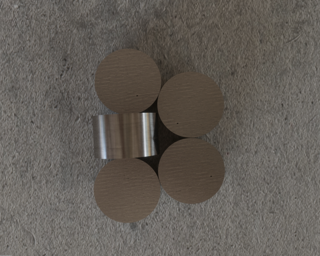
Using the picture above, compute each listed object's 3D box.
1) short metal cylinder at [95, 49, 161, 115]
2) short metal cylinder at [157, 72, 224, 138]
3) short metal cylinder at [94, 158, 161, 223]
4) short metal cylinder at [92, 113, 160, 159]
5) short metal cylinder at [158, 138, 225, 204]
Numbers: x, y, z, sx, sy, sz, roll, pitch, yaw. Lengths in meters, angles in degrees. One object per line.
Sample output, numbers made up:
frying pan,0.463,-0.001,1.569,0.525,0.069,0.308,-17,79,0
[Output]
short metal cylinder,-0.038,-0.056,0.398,0.080,0.050,0.080,0,90,1
short metal cylinder,0.037,-0.029,0.398,0.081,0.050,0.080,0,91,0
short metal cylinder,-0.039,0.074,0.398,0.080,0.050,0.080,0,90,1
short metal cylinder,-0.042,0.009,0.383,0.080,0.080,0.050,-3,90,0
short metal cylinder,0.038,0.051,0.398,0.080,0.050,0.080,0,91,1
